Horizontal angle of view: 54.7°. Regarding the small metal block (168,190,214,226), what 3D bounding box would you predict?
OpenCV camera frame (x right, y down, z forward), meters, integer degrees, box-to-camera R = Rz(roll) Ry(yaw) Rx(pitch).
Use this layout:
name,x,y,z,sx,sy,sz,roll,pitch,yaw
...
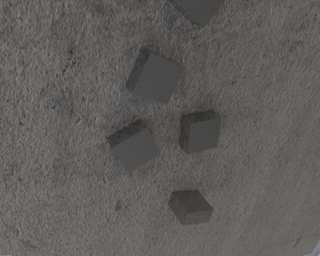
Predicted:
name,x,y,z,sx,sy,sz,roll,pitch,yaw
small metal block,0.049,0.126,0.495,0.050,0.050,0.025,2,117,-30

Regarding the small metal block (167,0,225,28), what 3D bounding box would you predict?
name,x,y,z,sx,sy,sz,roll,pitch,yaw
small metal block,0.041,-0.147,0.338,0.050,0.025,0.050,28,103,-38

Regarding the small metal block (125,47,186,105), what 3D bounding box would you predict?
name,x,y,z,sx,sy,sz,roll,pitch,yaw
small metal block,-0.006,-0.061,0.366,0.050,0.025,0.050,14,111,-34

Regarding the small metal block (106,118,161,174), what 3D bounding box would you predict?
name,x,y,z,sx,sy,sz,roll,pitch,yaw
small metal block,-0.034,0.024,0.403,0.050,0.025,0.050,-31,129,-9

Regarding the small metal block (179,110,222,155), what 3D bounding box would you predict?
name,x,y,z,sx,sy,sz,roll,pitch,yaw
small metal block,0.057,0.005,0.441,0.050,0.025,0.050,-12,124,-22
